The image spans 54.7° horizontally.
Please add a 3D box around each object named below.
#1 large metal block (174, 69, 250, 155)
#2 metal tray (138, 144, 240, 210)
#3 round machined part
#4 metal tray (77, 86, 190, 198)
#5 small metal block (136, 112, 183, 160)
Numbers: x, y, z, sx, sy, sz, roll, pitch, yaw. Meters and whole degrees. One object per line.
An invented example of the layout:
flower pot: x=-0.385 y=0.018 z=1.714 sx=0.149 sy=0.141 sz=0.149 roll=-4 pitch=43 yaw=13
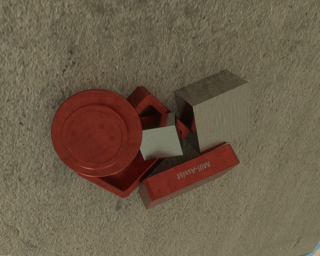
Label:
large metal block: x=0.072 y=-0.022 z=0.418 sx=0.081 sy=0.050 sz=0.080 roll=-24 pitch=127 yaw=-14
metal tray: x=0.038 y=0.071 z=0.440 sx=0.131 sy=0.030 sz=0.090 roll=-21 pitch=163 yaw=-16
round machined part: x=-0.068 y=0.007 z=0.337 sx=0.099 sy=0.042 sz=0.097 roll=-1 pitch=99 yaw=-4
metal tray: x=-0.035 y=0.022 z=0.398 sx=0.130 sy=0.030 sz=0.090 roll=-46 pitch=129 yaw=4
small metal block: x=-0.001 y=0.011 z=0.385 sx=0.050 sy=0.025 sz=0.050 roll=-9 pitch=130 yaw=10
